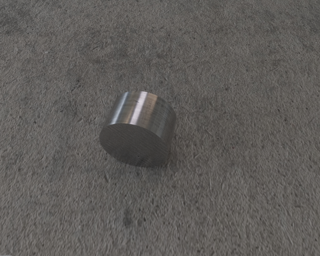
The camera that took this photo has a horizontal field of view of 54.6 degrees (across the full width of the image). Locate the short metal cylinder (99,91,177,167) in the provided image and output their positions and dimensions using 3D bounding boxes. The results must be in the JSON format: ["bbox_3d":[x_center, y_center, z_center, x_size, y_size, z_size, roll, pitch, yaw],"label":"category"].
[{"bbox_3d":[-0.024,0.003,0.365,0.080,0.080,0.050,10,51,8],"label":"short metal cylinder"}]
